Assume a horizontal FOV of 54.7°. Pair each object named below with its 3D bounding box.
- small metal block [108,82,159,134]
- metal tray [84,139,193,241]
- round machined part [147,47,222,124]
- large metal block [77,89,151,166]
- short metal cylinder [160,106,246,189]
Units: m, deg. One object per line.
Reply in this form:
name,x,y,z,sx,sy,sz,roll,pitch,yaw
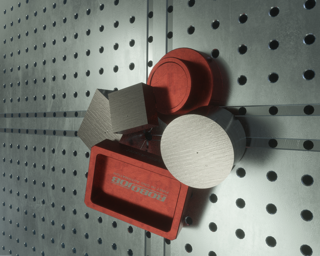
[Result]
small metal block,-0.033,-0.022,0.376,0.050,0.025,0.050,-14,78,28
metal tray,-0.028,0.075,0.392,0.130,0.030,0.089,17,109,16
round machined part,0.022,-0.050,0.380,0.098,0.042,0.097,0,90,40
large metal block,-0.065,0.000,0.447,0.080,0.050,0.080,43,116,31
short metal cylinder,0.048,0.019,0.339,0.080,0.050,0.079,8,108,27
